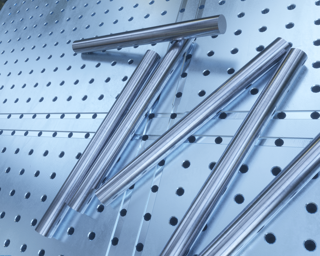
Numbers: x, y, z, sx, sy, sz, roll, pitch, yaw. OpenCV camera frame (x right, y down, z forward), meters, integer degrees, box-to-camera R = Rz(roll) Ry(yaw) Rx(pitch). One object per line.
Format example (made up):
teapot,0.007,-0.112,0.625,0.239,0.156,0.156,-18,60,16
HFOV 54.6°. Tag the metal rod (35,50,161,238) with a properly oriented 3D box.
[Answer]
metal rod,-0.081,0.012,0.444,0.025,0.025,0.300,18,71,35

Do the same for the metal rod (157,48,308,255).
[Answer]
metal rod,0.082,0.032,0.345,0.025,0.025,0.300,26,76,37

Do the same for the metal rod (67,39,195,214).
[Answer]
metal rod,-0.034,-0.019,0.438,0.025,0.025,0.300,21,73,36

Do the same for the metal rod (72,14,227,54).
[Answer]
metal rod,-0.037,-0.144,0.495,0.300,0.025,0.025,4,64,38

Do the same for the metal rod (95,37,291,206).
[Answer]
metal rod,0.041,-0.008,0.392,0.300,0.025,0.025,-40,51,1

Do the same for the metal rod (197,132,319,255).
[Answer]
metal rod,0.079,0.102,0.304,0.300,0.025,0.025,-44,51,-3
